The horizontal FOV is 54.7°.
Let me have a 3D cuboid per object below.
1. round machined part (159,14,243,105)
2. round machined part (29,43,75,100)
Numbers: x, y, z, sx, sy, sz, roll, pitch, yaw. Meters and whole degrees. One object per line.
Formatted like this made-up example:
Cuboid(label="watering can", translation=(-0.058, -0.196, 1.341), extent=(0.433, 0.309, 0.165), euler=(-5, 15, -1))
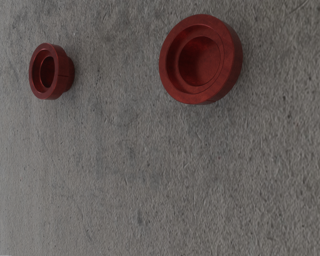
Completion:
Cuboid(label="round machined part", translation=(0.049, -0.074, 0.353), extent=(0.098, 0.042, 0.097), euler=(0, 90, 40))
Cuboid(label="round machined part", translation=(-0.189, -0.098, 0.550), extent=(0.098, 0.042, 0.097), euler=(0, 90, 40))
